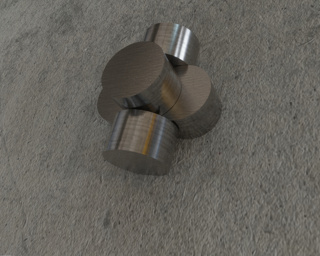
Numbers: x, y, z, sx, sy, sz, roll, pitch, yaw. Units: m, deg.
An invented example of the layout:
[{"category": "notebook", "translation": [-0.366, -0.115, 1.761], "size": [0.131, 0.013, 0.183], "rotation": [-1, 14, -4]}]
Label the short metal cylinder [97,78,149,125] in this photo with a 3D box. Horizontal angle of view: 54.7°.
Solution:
[{"category": "short metal cylinder", "translation": [-0.038, -0.032, 0.427], "size": [0.080, 0.050, 0.080], "rotation": [-13, 56, 20]}]

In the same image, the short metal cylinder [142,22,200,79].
[{"category": "short metal cylinder", "translation": [0.011, -0.096, 0.423], "size": [0.080, 0.080, 0.050], "rotation": [0, 62, 28]}]

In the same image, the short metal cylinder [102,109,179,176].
[{"category": "short metal cylinder", "translation": [-0.022, 0.020, 0.369], "size": [0.080, 0.080, 0.050], "rotation": [0, 62, 28]}]

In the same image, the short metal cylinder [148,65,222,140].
[{"category": "short metal cylinder", "translation": [0.032, -0.032, 0.391], "size": [0.080, 0.050, 0.080], "rotation": [-13, 56, 20]}]

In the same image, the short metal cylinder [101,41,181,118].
[{"category": "short metal cylinder", "translation": [-0.021, -0.055, 0.368], "size": [0.080, 0.050, 0.080], "rotation": [-13, 56, 20]}]
